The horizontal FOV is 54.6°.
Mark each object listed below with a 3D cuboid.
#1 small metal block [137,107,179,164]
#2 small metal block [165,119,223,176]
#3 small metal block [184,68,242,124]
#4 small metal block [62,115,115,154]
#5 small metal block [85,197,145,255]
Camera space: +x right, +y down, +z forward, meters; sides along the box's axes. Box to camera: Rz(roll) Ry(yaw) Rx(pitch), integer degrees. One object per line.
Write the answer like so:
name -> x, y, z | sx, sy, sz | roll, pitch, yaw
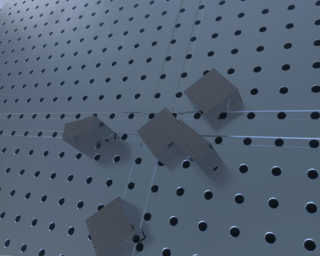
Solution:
small metal block -> 0.006, 0.009, 0.400 | 0.050, 0.025, 0.050 | -40, 51, 1
small metal block -> 0.039, 0.023, 0.358 | 0.025, 0.050, 0.050 | -46, 51, -3
small metal block -> 0.067, -0.042, 0.399 | 0.050, 0.025, 0.050 | -39, 51, 2
small metal block -> -0.100, 0.011, 0.439 | 0.050, 0.050, 0.025 | -15, 56, 20
small metal block -> -0.054, 0.119, 0.365 | 0.050, 0.025, 0.050 | -36, 51, 4
